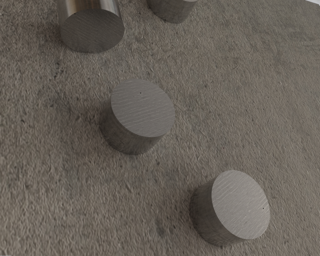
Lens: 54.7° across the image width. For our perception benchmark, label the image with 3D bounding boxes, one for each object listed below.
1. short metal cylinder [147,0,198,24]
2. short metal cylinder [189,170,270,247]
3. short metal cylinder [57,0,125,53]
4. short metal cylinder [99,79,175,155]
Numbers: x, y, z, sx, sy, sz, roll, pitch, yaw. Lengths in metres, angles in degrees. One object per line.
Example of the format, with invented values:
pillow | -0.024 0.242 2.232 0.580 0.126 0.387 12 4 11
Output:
short metal cylinder | 0.024 -0.230 0.541 0.081 0.050 0.080 14 56 -21
short metal cylinder | 0.083 0.097 0.373 0.081 0.050 0.080 14 56 -21
short metal cylinder | -0.091 -0.144 0.407 0.081 0.080 0.050 -1 62 -29
short metal cylinder | -0.029 -0.013 0.380 0.081 0.050 0.080 14 56 -21
